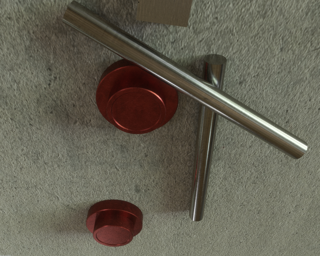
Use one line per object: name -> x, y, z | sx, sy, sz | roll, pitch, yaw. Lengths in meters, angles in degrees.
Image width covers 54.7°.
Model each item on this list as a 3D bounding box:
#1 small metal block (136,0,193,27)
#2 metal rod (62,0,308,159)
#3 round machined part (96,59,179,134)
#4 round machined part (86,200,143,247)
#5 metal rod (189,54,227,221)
small metal block -> 0.005, -0.129, 0.297 | 0.050, 0.025, 0.050 | 6, 130, -6
metal rod -> 0.038, -0.045, 0.340 | 0.301, 0.025, 0.025 | 29, 125, -12
round machined part -> -0.027, -0.031, 0.370 | 0.099, 0.042, 0.097 | 0, 130, 0
round machined part -> -0.080, 0.172, 0.541 | 0.099, 0.042, 0.097 | 0, 130, 0
metal rod -> 0.062, 0.037, 0.439 | 0.025, 0.025, 0.298 | 0, 130, 0
